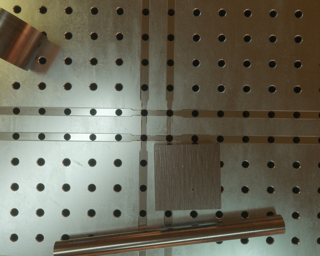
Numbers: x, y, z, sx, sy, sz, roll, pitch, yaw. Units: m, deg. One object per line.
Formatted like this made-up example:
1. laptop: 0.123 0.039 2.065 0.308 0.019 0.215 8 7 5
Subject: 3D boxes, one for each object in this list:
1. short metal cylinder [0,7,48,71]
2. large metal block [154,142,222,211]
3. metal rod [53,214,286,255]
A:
1. short metal cylinder: -0.189 -0.113 0.384 0.080 0.080 0.050 30 90 0
2. large metal block: 0.034 0.060 0.401 0.081 0.050 0.080 -1 90 0
3. metal rod: 0.013 0.146 0.413 0.302 0.025 0.025 -7 90 0
